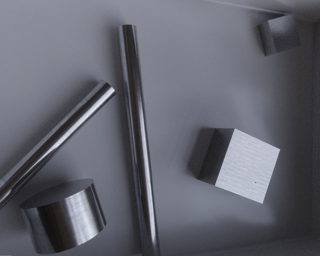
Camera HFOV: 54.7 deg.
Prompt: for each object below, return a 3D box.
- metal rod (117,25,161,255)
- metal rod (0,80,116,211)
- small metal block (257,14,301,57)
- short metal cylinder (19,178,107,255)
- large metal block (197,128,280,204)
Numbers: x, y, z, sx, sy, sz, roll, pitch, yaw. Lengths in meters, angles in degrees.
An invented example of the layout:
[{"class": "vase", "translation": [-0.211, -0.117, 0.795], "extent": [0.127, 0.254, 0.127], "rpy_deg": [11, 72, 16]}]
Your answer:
[{"class": "metal rod", "translation": [-0.027, 0.020, 0.401], "extent": [0.025, 0.025, 0.298], "rpy_deg": [-7, 93, -20]}, {"class": "metal rod", "translation": [-0.162, 0.057, 0.350], "extent": [0.025, 0.025, 0.301], "rpy_deg": [46, 75, -15]}, {"class": "small metal block", "translation": [0.185, -0.144, 0.481], "extent": [0.050, 0.025, 0.050], "rpy_deg": [-20, 97, -19]}, {"class": "short metal cylinder", "translation": [-0.105, 0.094, 0.343], "extent": [0.081, 0.080, 0.050], "rpy_deg": [-18, 97, -19]}, {"class": "large metal block", "translation": [0.111, 0.052, 0.440], "extent": [0.080, 0.050, 0.080], "rpy_deg": [23, 82, -19]}]
